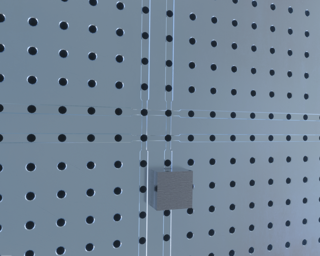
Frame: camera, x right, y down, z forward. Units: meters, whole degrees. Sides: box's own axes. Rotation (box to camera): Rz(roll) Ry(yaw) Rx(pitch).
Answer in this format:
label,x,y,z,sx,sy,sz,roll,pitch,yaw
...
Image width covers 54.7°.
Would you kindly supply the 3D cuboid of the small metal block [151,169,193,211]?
label,x,y,z,sx,sy,sz,roll,pitch,yaw
small metal block,0.016,0.082,0.419,0.050,0.025,0.050,1,90,-20
